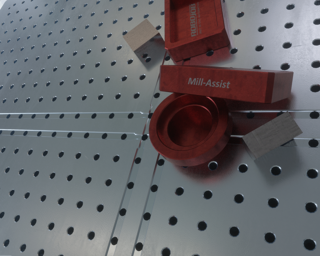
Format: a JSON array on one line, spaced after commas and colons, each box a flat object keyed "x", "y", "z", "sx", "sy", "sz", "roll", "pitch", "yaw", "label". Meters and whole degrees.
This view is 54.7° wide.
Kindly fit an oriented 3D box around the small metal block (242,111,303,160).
[{"x": 0.114, "y": 0.010, "z": 0.322, "sx": 0.050, "sy": 0.050, "sz": 0.025, "roll": -31, "pitch": 76, "yaw": 8, "label": "small metal block"}]

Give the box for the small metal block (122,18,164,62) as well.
[{"x": -0.027, "y": -0.146, "z": 0.512, "sx": 0.050, "sy": 0.025, "sz": 0.050, "roll": -36, "pitch": 51, "yaw": 4, "label": "small metal block"}]

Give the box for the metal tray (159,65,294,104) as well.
[{"x": 0.076, "y": -0.054, "z": 0.360, "sx": 0.130, "sy": 0.091, "sz": 0.030, "roll": 11, "pitch": 105, "yaw": 33, "label": "metal tray"}]

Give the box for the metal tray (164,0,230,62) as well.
[{"x": 0.054, "y": -0.171, "z": 0.481, "sx": 0.090, "sy": 0.030, "sz": 0.130, "roll": -13, "pitch": 56, "yaw": 21, "label": "metal tray"}]

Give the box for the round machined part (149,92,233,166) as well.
[{"x": 0.040, "y": 0.001, "z": 0.376, "sx": 0.098, "sy": 0.042, "sz": 0.098, "roll": -13, "pitch": 56, "yaw": 21, "label": "round machined part"}]
